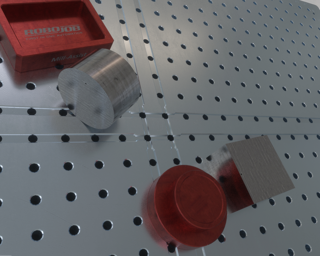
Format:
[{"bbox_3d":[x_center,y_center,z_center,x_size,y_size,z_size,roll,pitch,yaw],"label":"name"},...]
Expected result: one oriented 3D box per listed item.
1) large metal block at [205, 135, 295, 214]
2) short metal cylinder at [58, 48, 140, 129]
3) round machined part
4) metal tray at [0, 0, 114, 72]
[{"bbox_3d":[0.120,0.061,0.420,0.081,0.050,0.080,-9,66,-32],"label":"large metal block"},{"bbox_3d":[-0.071,-0.045,0.363,0.080,0.080,0.050,42,51,0],"label":"short metal cylinder"},{"bbox_3d":[0.039,0.088,0.364,0.099,0.042,0.098,14,56,-21],"label":"round machined part"},{"bbox_3d":[-0.139,-0.128,0.408,0.131,0.030,0.090,-21,73,-36],"label":"metal tray"}]
